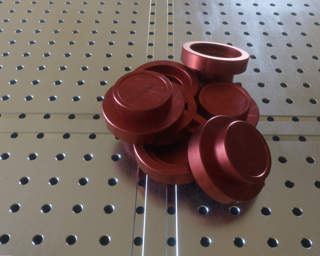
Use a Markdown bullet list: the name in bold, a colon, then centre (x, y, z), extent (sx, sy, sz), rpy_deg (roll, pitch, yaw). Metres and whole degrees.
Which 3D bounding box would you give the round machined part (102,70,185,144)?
- **round machined part**: centre (-0.020, -0.031, 0.368), extent (0.099, 0.042, 0.098), rpy_deg (0, 50, 0)

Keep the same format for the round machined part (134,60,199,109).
- **round machined part**: centre (0.004, -0.049, 0.438), extent (0.099, 0.042, 0.098), rpy_deg (0, 50, 0)

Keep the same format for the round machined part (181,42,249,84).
- **round machined part**: centre (0.079, -0.095, 0.463), extent (0.099, 0.042, 0.098), rpy_deg (6, 29, -3)

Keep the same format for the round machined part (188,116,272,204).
- **round machined part**: centre (0.083, 0.031, 0.339), extent (0.099, 0.042, 0.098), rpy_deg (15, 61, -28)

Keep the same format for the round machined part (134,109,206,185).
- **round machined part**: centre (0.019, 0.026, 0.375), extent (0.099, 0.042, 0.098), rpy_deg (0, 50, 0)

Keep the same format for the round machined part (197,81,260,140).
- **round machined part**: centre (0.085, -0.026, 0.419), extent (0.099, 0.042, 0.098), rpy_deg (0, 50, 0)

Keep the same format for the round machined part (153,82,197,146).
- **round machined part**: centre (-0.002, -0.015, 0.409), extent (0.099, 0.042, 0.098), rpy_deg (0, 50, 0)
